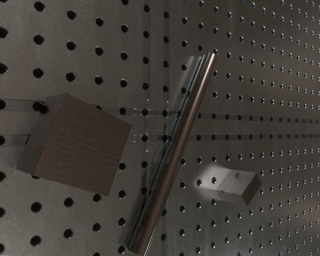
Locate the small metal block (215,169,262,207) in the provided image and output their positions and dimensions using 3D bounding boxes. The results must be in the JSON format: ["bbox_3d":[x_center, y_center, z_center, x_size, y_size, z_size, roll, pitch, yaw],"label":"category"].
[{"bbox_3d":[0.128,0.096,0.503,0.050,0.050,0.025,-45,117,-31],"label":"small metal block"}]

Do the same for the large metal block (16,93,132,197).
[{"bbox_3d":[-0.086,0.019,0.322,0.080,0.050,0.080,28,73,-37],"label":"large metal block"}]

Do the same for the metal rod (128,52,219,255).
[{"bbox_3d":[0.025,0.024,0.432,0.025,0.025,0.299,35,68,-35],"label":"metal rod"}]
